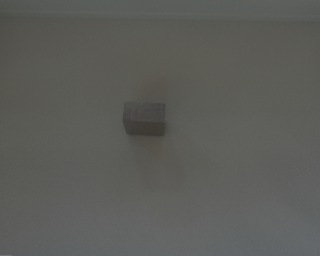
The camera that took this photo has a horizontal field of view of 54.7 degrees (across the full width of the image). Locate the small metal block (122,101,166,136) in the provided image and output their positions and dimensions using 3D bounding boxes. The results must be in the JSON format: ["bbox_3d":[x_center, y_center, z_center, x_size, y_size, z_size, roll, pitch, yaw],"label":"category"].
[{"bbox_3d":[-0.019,-0.011,0.396,0.050,0.050,0.025,3,70,1],"label":"small metal block"}]
